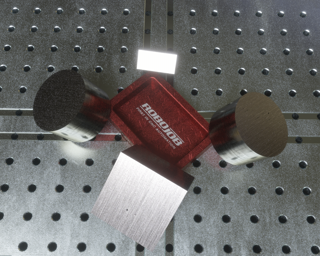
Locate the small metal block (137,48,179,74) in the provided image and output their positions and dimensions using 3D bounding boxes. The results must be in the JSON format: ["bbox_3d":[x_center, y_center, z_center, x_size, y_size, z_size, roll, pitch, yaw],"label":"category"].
[{"bbox_3d":[-0.002,-0.094,0.430,0.050,0.050,0.025,8,108,3],"label":"small metal block"}]

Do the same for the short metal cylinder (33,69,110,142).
[{"bbox_3d":[-0.111,-0.027,0.391,0.080,0.050,0.080,-9,69,24],"label":"short metal cylinder"}]

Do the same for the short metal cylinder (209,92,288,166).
[{"bbox_3d":[0.108,0.002,0.382,0.081,0.050,0.080,10,68,-25],"label":"short metal cylinder"}]

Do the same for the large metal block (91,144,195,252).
[{"bbox_3d":[-0.018,0.076,0.352,0.080,0.050,0.080,29,103,10],"label":"large metal block"}]

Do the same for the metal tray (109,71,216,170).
[{"bbox_3d":[0.000,-0.005,0.410,0.090,0.030,0.130,-40,75,-13],"label":"metal tray"}]
